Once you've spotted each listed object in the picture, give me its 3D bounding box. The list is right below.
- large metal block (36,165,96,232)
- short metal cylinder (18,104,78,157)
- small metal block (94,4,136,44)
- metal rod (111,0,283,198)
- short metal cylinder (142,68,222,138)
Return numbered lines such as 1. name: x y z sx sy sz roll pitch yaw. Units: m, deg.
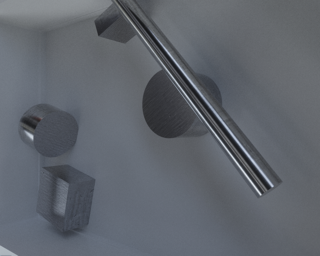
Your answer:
1. large metal block: -0.159 0.114 0.519 0.080 0.050 0.079 17 101 38
2. short metal cylinder: -0.187 0.003 0.522 0.050 0.081 0.079 21 104 38
3. small metal block: -0.054 -0.147 0.433 0.050 0.050 0.025 -27 73 36
4. metal rod: 0.018 -0.061 0.324 0.025 0.025 0.299 -48 61 29
5. short metal cylinder: 0.026 -0.028 0.368 0.080 0.050 0.079 0 90 39
